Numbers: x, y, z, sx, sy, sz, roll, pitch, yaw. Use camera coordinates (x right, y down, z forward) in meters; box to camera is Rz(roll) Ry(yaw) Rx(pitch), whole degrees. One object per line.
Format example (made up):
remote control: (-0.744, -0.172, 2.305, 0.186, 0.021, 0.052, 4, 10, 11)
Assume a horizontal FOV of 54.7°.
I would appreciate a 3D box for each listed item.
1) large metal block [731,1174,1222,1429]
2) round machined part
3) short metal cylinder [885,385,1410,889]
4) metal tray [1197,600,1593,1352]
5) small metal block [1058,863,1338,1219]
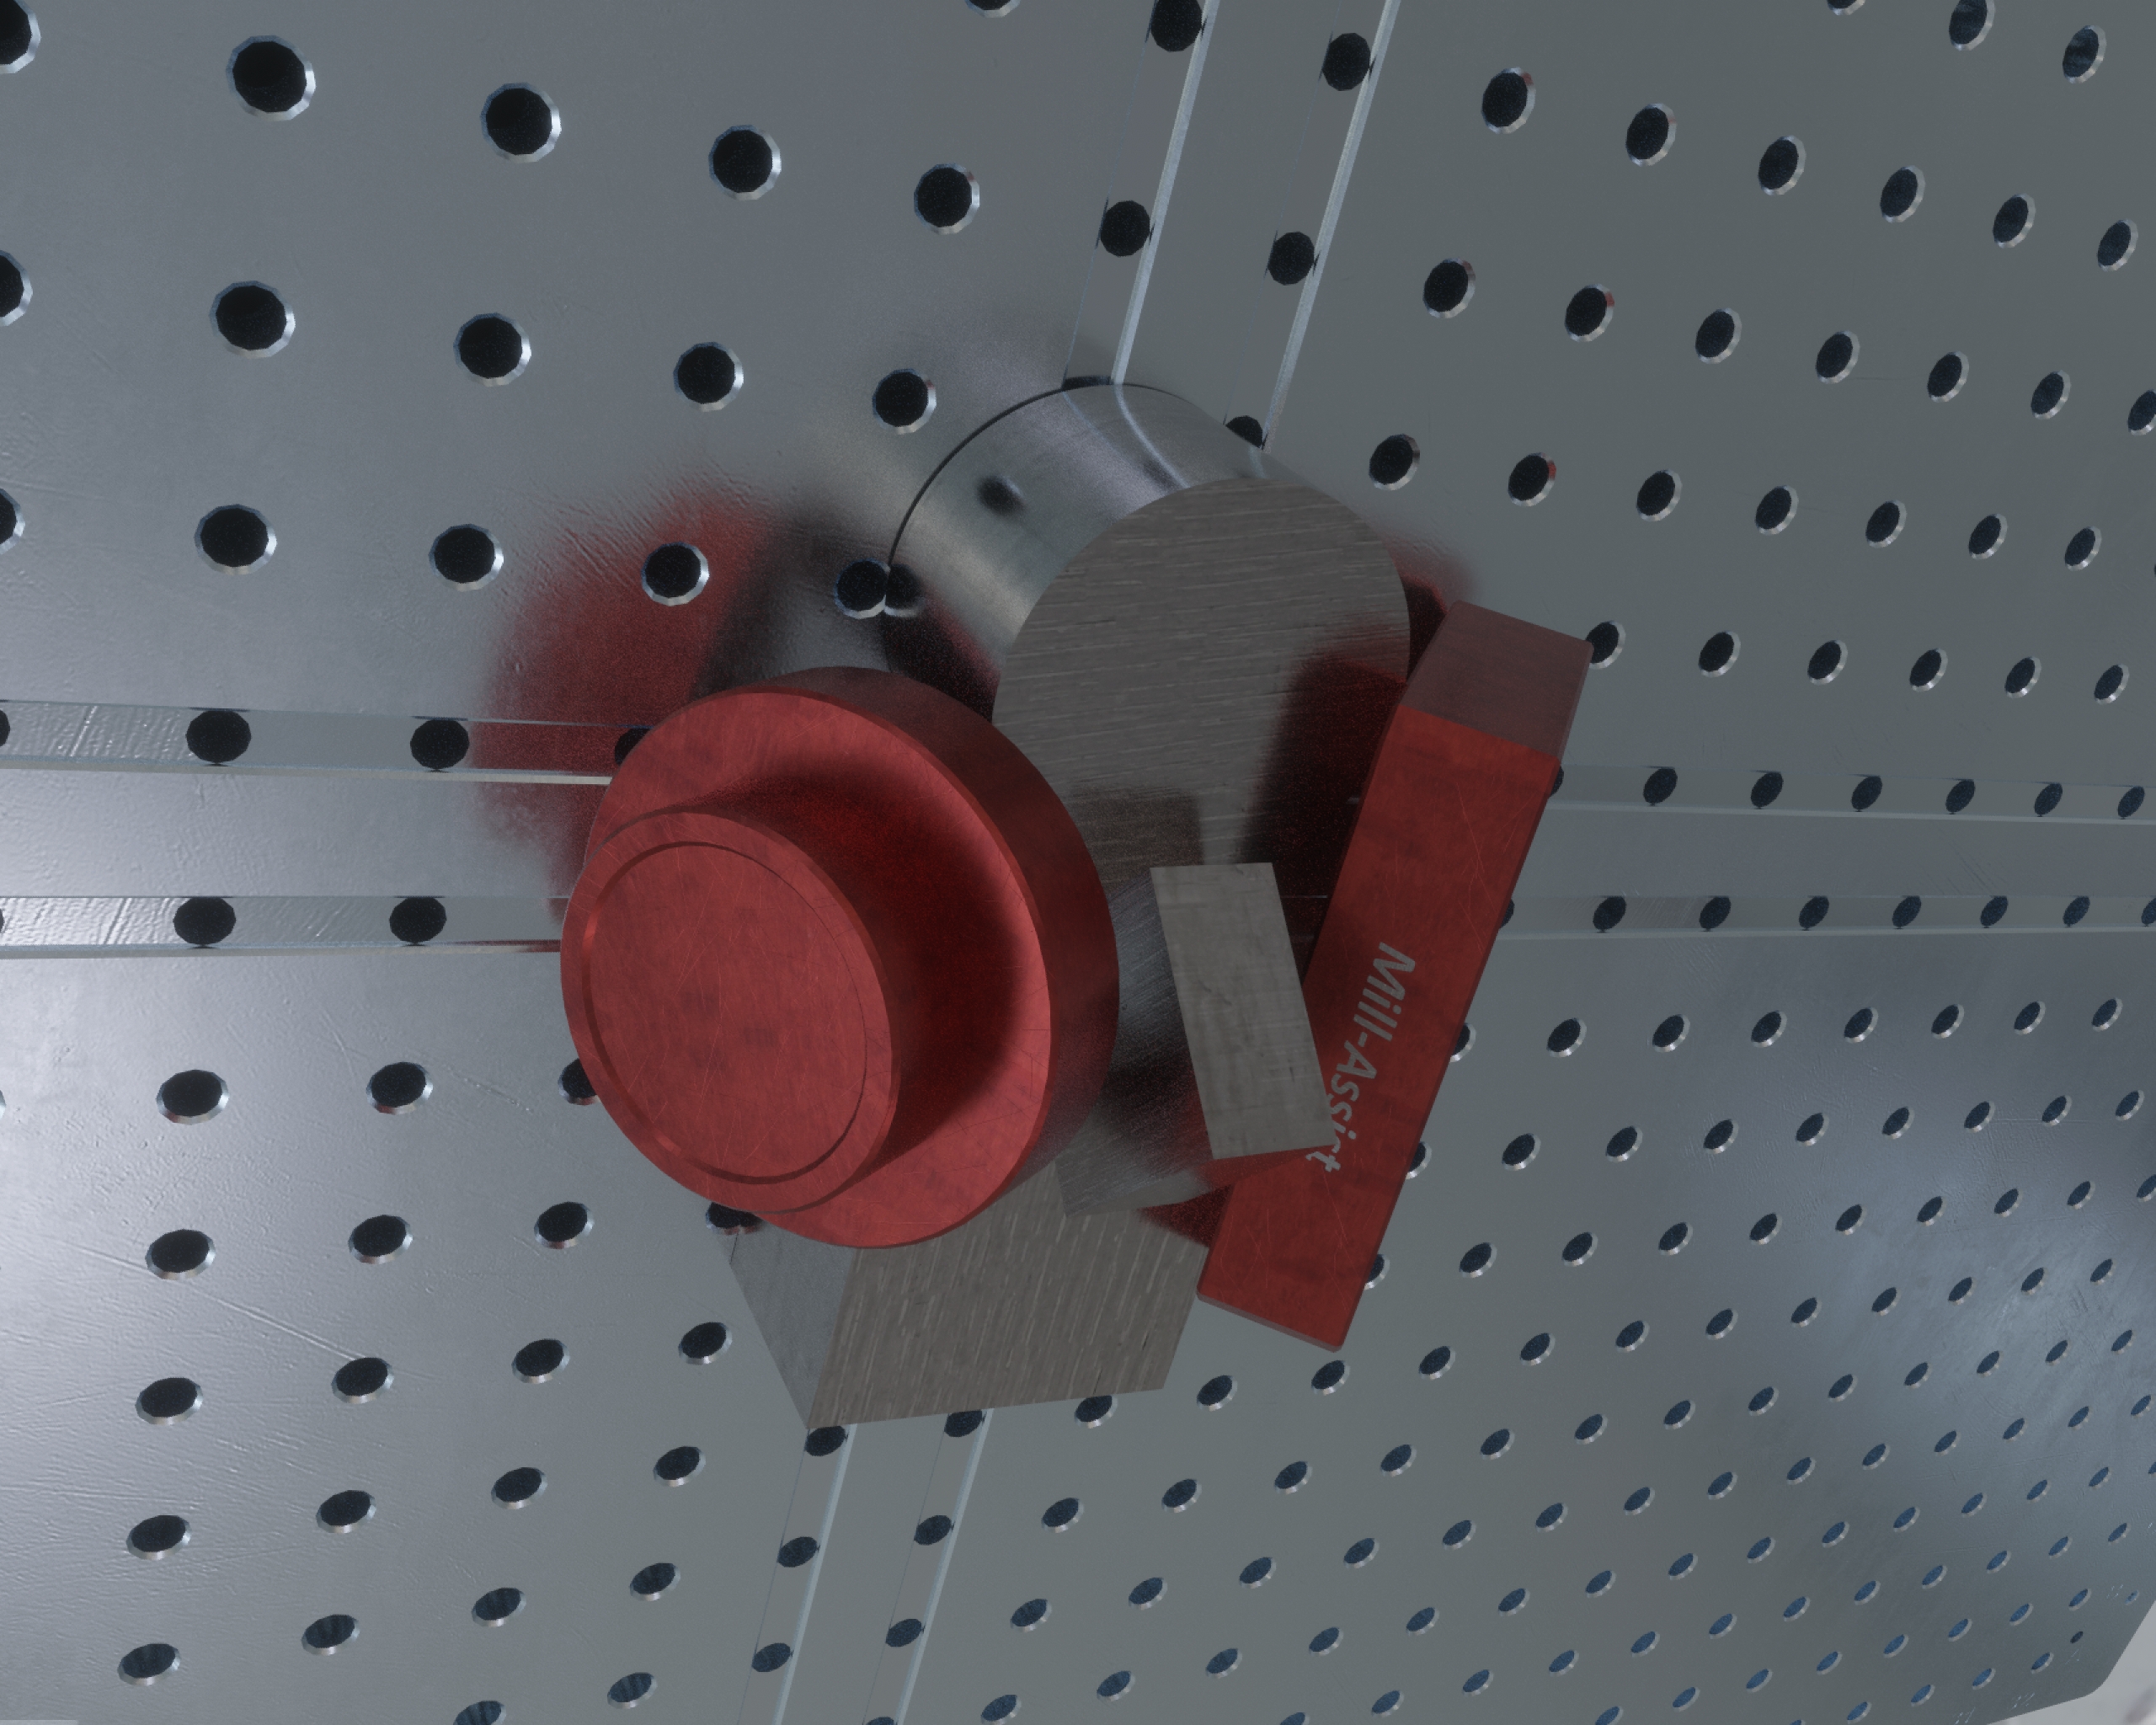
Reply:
large metal block: (-0.017, 0.063, 0.424, 0.081, 0.050, 0.079, 2, 118, -30)
round machined part: (-0.046, 0.019, 0.345, 0.042, 0.098, 0.097, -26, 137, -56)
short metal cylinder: (0.012, -0.040, 0.376, 0.081, 0.050, 0.079, -14, 124, -21)
metal tray: (0.064, 0.021, 0.419, 0.030, 0.090, 0.129, 20, 115, 10)
small metal block: (0.016, 0.032, 0.368, 0.025, 0.050, 0.050, -2, 162, -31)
